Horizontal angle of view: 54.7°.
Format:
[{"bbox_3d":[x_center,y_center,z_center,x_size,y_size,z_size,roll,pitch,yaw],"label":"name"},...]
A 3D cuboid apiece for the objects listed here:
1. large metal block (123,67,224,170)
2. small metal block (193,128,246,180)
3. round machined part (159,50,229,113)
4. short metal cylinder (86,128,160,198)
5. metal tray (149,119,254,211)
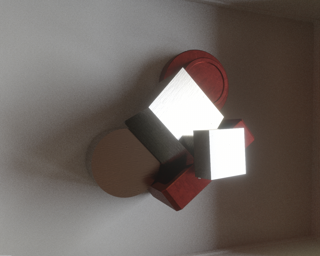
[{"bbox_3d":[0.019,-0.010,0.365,0.080,0.050,0.080,48,50,-14],"label":"large metal block"},{"bbox_3d":[0.064,0.026,0.332,0.050,0.025,0.050,-3,91,-33],"label":"small metal block"},{"bbox_3d":[0.052,-0.058,0.420,0.099,0.042,0.097,0,90,-21],"label":"round machined part"},{"bbox_3d":[-0.047,0.040,0.379,0.081,0.050,0.079,0,90,-21],"label":"short metal cylinder"},{"bbox_3d":[0.044,0.040,0.391,0.131,0.090,0.030,-40,102,-16],"label":"metal tray"}]
